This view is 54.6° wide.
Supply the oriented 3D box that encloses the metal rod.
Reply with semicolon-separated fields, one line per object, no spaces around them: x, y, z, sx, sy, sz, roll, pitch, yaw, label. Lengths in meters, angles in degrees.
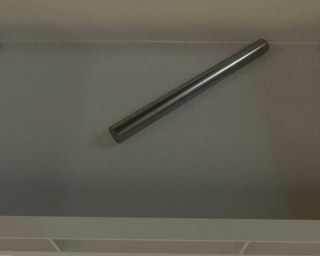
0.057;-0.064;0.459;0.302;0.025;0.025;-32;57;-24;metal rod
